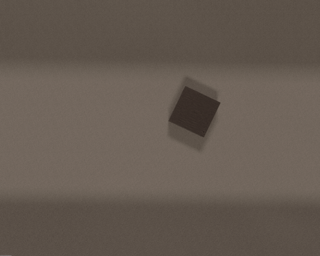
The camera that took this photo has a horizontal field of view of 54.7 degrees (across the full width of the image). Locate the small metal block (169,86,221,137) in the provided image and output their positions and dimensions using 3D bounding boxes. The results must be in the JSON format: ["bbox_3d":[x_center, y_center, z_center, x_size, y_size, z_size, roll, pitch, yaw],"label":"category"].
[{"bbox_3d":[0.045,-0.021,0.412,0.050,0.025,0.050,26,90,-1],"label":"small metal block"}]
